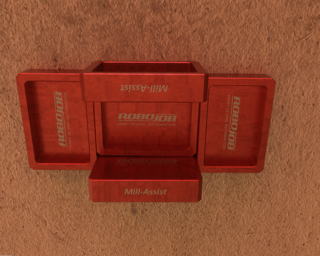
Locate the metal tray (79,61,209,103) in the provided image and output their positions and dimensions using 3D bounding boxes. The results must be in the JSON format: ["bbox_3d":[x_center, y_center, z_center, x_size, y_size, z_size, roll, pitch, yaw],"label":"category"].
[{"bbox_3d":[-0.016,-0.056,0.356,0.131,0.090,0.030,0,110,-1],"label":"metal tray"}]

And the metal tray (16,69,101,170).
[{"bbox_3d":[-0.127,-0.009,0.403,0.091,0.030,0.129,0,110,-1],"label":"metal tray"}]

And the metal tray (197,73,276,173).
[{"bbox_3d":[0.095,-0.005,0.408,0.091,0.030,0.129,0,110,-1],"label":"metal tray"}]

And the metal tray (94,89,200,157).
[{"bbox_3d":[-0.017,-0.010,0.404,0.131,0.030,0.089,1,110,-1],"label":"metal tray"}]

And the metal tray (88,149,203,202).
[{"bbox_3d":[-0.017,0.057,0.396,0.131,0.090,0.030,0,110,-1],"label":"metal tray"}]
